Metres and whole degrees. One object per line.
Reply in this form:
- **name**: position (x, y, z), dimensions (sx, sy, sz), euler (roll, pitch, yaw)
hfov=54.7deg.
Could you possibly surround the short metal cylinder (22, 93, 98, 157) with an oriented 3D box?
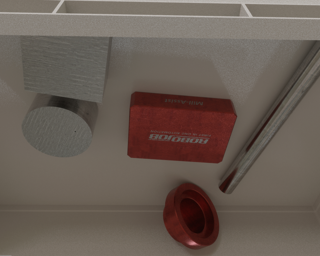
- **short metal cylinder**: position (-0.121, -0.009, 0.383), dimensions (0.081, 0.050, 0.079), euler (0, 130, 0)

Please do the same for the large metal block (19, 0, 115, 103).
- **large metal block**: position (-0.094, -0.079, 0.324), dimensions (0.081, 0.050, 0.079), euler (9, 130, -8)

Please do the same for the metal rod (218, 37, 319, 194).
- **metal rod**: position (0.150, -0.013, 0.399), dimensions (0.025, 0.025, 0.298), euler (14, 129, -12)

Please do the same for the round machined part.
- **round machined part**: position (0.043, 0.139, 0.481), dimensions (0.098, 0.098, 0.042), euler (34, 129, -26)

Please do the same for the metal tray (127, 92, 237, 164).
- **metal tray**: position (0.025, 0.002, 0.408), dimensions (0.131, 0.030, 0.089), euler (4, 130, -4)
